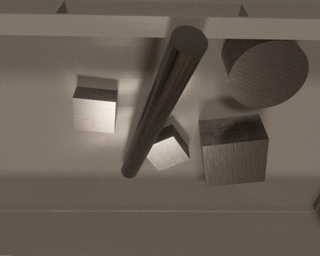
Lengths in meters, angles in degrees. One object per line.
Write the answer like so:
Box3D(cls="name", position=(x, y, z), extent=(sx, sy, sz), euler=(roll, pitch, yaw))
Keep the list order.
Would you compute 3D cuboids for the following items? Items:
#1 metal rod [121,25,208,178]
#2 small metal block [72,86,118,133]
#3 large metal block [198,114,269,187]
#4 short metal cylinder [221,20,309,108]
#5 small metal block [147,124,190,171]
Box3D(cls="metal rod", position=(-0.013, 0.004, 0.333), extent=(0.025, 0.025, 0.299), euler=(10, 154, -9))
Box3D(cls="small metal block", position=(-0.081, -0.022, 0.389), extent=(0.050, 0.025, 0.050), euler=(6, 130, -5))
Box3D(cls="large metal block", position=(0.098, 0.032, 0.421), extent=(0.080, 0.050, 0.080), euler=(-7, 130, 5))
Box3D(cls="short metal cylinder", position=(0.111, -0.068, 0.336), extent=(0.081, 0.050, 0.079), euler=(0, 130, 0))
Box3D(cls="small metal block", position=(0.008, 0.029, 0.434), extent=(0.050, 0.025, 0.050), euler=(-23, 127, 18))
